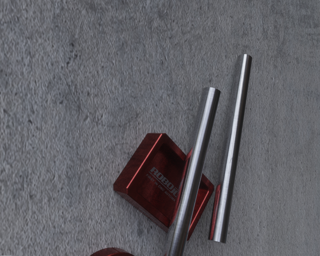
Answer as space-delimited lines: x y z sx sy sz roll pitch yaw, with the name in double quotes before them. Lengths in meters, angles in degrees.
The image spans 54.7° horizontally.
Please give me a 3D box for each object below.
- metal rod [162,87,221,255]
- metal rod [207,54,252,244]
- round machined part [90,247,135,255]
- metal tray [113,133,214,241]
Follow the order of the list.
"metal rod" 0.033 0.090 0.392 0.025 0.025 0.299 25 75 -37
"metal rod" 0.110 0.018 0.471 0.025 0.025 0.299 30 63 -36
"round machined part" -0.053 0.191 0.350 0.099 0.042 0.097 0 90 -40
"metal tray" 0.011 0.079 0.410 0.130 0.030 0.090 47 62 -30
